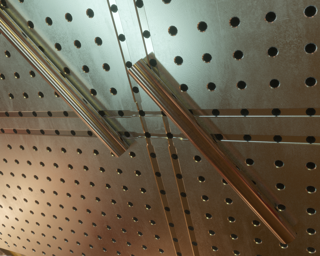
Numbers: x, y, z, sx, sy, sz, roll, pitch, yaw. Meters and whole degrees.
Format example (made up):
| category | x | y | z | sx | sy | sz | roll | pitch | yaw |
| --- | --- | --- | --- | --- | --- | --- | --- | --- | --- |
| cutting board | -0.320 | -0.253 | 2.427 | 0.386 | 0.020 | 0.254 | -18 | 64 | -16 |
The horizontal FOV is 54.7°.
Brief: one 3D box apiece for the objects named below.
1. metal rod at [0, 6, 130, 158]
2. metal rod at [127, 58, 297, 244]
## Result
| category | x | y | z | sx | sy | sz | roll | pitch | yaw |
| --- | --- | --- | --- | --- | --- | --- | --- | --- | --- |
| metal rod | -0.154 | -0.075 | 0.443 | 0.300 | 0.025 | 0.025 | 48 | 129 | -6 |
| metal rod | 0.070 | 0.033 | 0.394 | 0.300 | 0.025 | 0.025 | 48 | 129 | -6 |
